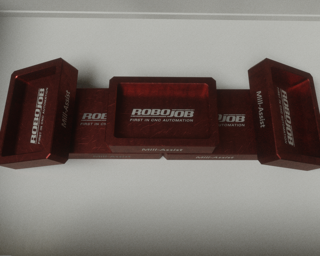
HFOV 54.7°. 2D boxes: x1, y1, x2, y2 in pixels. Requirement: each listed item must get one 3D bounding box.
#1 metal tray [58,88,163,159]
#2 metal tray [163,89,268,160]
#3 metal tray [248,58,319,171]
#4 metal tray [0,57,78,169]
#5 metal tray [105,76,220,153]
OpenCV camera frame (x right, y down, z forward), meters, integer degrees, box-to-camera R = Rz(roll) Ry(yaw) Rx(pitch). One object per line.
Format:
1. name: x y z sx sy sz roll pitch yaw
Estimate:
1. metal tray: -0.061 -0.006 0.408 0.131 0.030 0.090 0 70 0
2. metal tray: 0.070 -0.005 0.408 0.131 0.030 0.090 0 70 0
3. metal tray: 0.161 -0.016 0.392 0.091 0.030 0.130 10 67 -26
4. metal tray: -0.154 -0.017 0.392 0.090 0.030 0.130 -9 68 24
5. metal tray: 0.003 -0.016 0.379 0.131 0.030 0.090 1 69 0
